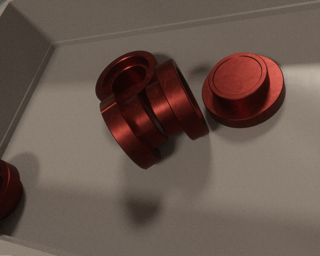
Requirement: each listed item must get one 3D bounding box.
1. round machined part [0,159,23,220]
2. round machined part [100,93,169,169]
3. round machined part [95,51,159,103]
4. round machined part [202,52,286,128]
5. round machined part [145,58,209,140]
[{"bbox_3d":[-0.246,0.099,0.461,0.098,0.042,0.098,-13,56,20],"label":"round machined part"},{"bbox_3d":[-0.025,-0.003,0.372,0.042,0.098,0.098,-34,52,6],"label":"round machined part"},{"bbox_3d":[-0.040,-0.062,0.449,0.098,0.042,0.098,-16,50,20],"label":"round machined part"},{"bbox_3d":[0.098,-0.052,0.375,0.098,0.042,0.098,-13,56,20],"label":"round machined part"},{"bbox_3d":[0.017,-0.029,0.366,0.042,0.098,0.098,-27,53,12],"label":"round machined part"}]
